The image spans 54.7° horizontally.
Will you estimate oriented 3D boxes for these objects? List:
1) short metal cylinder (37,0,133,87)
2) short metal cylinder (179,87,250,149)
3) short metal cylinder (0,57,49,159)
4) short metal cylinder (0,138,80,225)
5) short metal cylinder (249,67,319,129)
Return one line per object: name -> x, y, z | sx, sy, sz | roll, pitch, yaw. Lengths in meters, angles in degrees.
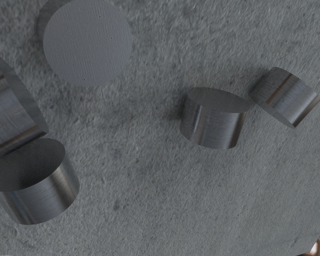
short metal cylinder -> -0.073, -0.086, 0.298 | 0.081, 0.050, 0.079 | -14, 125, -21
short metal cylinder -> 0.070, -0.015, 0.402 | 0.081, 0.080, 0.050 | -4, 120, -27
short metal cylinder -> -0.146, -0.017, 0.281 | 0.050, 0.080, 0.080 | -31, 129, -9
short metal cylinder -> -0.134, 0.055, 0.333 | 0.081, 0.080, 0.050 | -22, 127, -16
short metal cylinder -> 0.177, -0.043, 0.444 | 0.080, 0.080, 0.050 | 33, 100, -39
